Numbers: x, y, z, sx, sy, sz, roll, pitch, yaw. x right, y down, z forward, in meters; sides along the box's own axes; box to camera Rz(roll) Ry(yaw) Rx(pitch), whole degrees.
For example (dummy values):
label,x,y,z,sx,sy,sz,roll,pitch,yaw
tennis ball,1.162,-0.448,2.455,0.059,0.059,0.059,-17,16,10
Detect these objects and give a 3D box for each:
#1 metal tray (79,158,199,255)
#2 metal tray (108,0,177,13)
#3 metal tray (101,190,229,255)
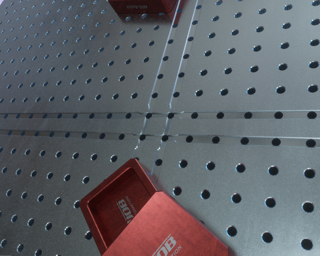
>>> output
label,x,y,z,sx,sy,sz,roll,pitch,yaw
metal tray,-0.029,0.109,0.352,0.090,0.030,0.130,-40,51,1
metal tray,-0.023,-0.257,0.572,0.130,0.030,0.090,13,68,33
metal tray,-0.007,0.138,0.301,0.090,0.030,0.130,39,84,16
